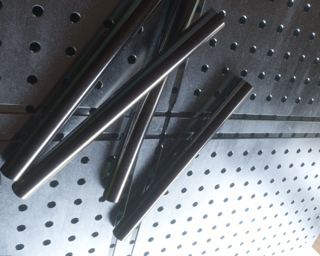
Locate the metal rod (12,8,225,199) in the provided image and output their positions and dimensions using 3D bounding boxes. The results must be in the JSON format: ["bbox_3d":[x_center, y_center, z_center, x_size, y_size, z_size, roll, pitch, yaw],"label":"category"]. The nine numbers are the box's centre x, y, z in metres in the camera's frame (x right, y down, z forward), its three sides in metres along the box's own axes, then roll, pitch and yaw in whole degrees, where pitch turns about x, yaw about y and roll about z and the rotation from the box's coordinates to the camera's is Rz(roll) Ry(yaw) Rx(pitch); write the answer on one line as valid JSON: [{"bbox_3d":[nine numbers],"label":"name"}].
[{"bbox_3d":[-0.052,-0.022,0.349,0.300,0.025,0.025,-40,130,7],"label":"metal rod"}]

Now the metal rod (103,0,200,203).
[{"bbox_3d":[-0.014,-0.033,0.384,0.025,0.025,0.298,9,114,-33],"label":"metal rod"}]

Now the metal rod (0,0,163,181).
[{"bbox_3d":[-0.073,-0.062,0.333,0.299,0.025,0.025,-50,129,7],"label":"metal rod"}]

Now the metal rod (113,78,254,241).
[{"bbox_3d":[0.030,0.051,0.461,0.025,0.025,0.299,33,100,-39],"label":"metal rod"}]
